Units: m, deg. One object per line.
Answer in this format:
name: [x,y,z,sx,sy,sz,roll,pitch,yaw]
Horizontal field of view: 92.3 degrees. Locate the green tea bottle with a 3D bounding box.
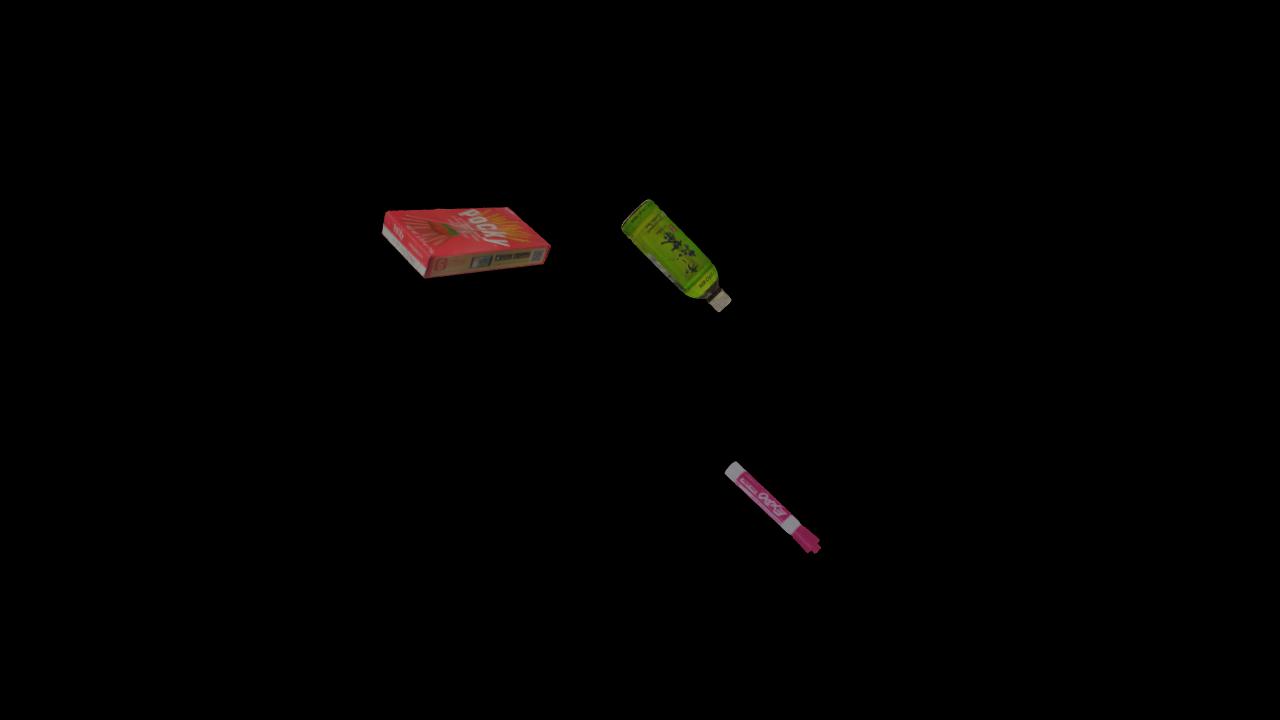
green tea bottle: [0.064,-0.162,0.997,0.073,0.212,0.073,-44,5,4]

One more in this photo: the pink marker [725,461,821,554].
pink marker: [0.138,0.153,0.638,0.121,0.020,0.020,43,22,26]

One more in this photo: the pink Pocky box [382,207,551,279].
pink Pocky box: [-0.178,-0.127,0.648,0.084,0.029,0.155,43,36,24]
